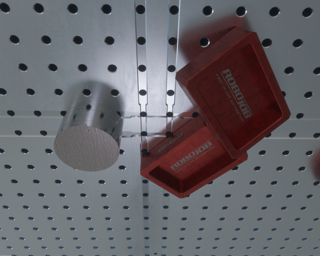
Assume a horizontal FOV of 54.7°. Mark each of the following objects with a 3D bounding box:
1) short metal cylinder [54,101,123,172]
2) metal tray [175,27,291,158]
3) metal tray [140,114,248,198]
[{"bbox_3d":[-0.091,0.011,0.404,0.081,0.050,0.079,0,130,0],"label":"short metal cylinder"},{"bbox_3d":[0.088,-0.036,0.356,0.090,0.030,0.130,-38,123,0],"label":"metal tray"},{"bbox_3d":[0.046,0.044,0.445,0.090,0.030,0.130,36,121,-27],"label":"metal tray"}]
